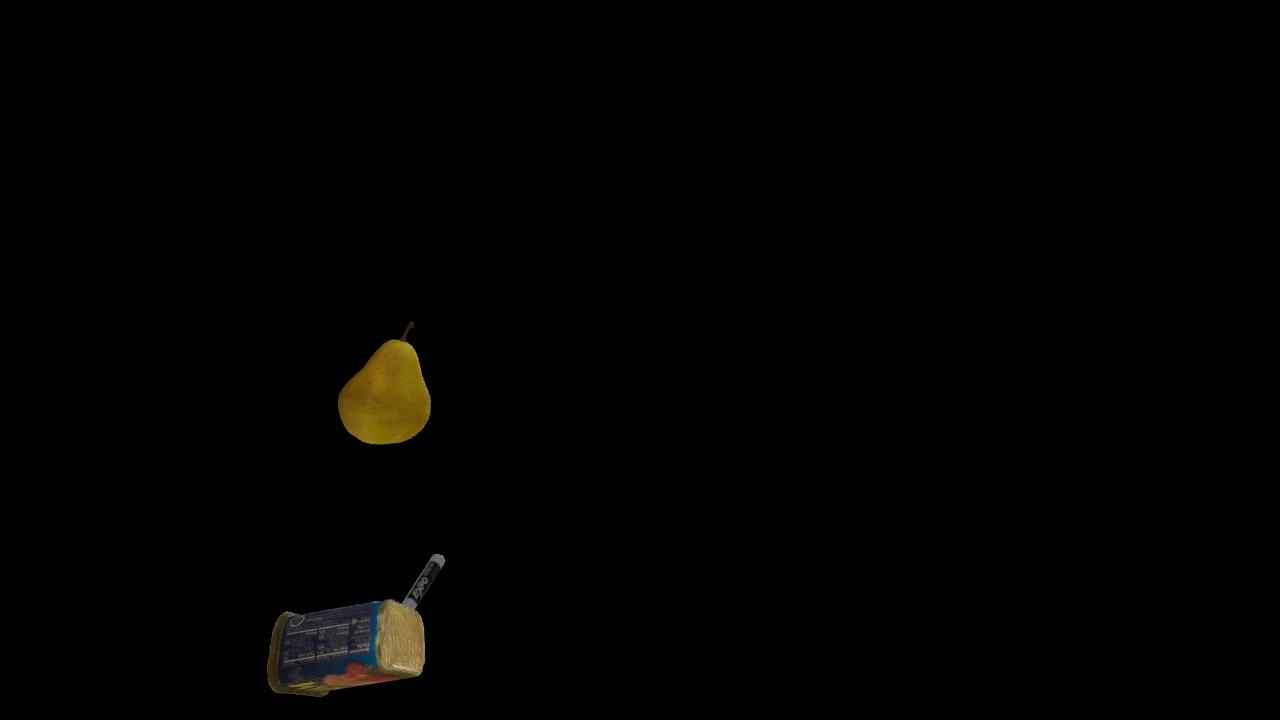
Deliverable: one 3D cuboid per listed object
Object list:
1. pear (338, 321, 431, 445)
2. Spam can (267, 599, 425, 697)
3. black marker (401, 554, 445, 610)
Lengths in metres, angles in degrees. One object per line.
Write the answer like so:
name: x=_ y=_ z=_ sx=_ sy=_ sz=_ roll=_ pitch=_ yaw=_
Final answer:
pear: x=-0.230 y=0.020 z=0.561 sx=0.080 sy=0.111 sz=0.080 roll=9 pitch=12 yaw=-2
Spam can: x=-0.233 y=0.235 z=0.503 sx=0.085 sy=0.058 sz=0.101 roll=-9 pitch=-31 yaw=-3
black marker: x=-0.268 y=0.279 z=0.738 sx=0.020 sy=0.020 sz=0.121 roll=0 pitch=21 yaw=8
